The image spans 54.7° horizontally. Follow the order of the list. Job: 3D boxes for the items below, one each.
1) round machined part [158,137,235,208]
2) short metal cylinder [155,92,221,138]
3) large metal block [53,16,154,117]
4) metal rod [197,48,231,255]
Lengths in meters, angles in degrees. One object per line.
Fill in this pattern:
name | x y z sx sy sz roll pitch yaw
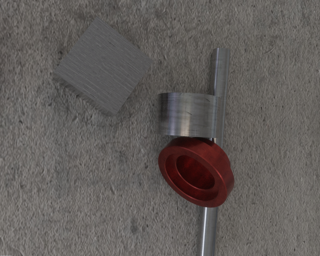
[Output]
round machined part | 0.049 0.050 0.393 0.042 0.098 0.098 -44 105 -37
short metal cylinder | 0.035 -0.014 0.393 0.081 0.080 0.050 4 89 -20
large metal block | -0.069 -0.069 0.370 0.080 0.050 0.080 37 78 -17
metal rod | 0.076 0.038 0.437 0.025 0.025 0.298 5 88 -20
